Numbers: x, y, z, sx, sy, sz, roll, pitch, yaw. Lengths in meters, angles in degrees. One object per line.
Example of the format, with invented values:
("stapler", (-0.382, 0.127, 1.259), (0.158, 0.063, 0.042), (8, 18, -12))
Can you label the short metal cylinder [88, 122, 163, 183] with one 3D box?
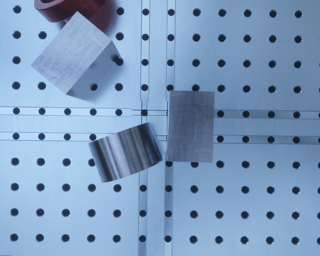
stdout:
("short metal cylinder", (-0.042, 0.029, 0.385), (0.080, 0.080, 0.050), (-20, 90, 0))

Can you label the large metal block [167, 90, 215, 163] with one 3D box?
("large metal block", (0.035, -0.002, 0.386), (0.050, 0.080, 0.080), (2, 90, 0))

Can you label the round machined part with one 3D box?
("round machined part", (-0.104, -0.167, 0.387), (0.098, 0.042, 0.098), (-17, 52, 23))

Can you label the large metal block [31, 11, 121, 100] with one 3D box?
("large metal block", (-0.099, -0.084, 0.385), (0.050, 0.080, 0.080), (40, 90, -1))
